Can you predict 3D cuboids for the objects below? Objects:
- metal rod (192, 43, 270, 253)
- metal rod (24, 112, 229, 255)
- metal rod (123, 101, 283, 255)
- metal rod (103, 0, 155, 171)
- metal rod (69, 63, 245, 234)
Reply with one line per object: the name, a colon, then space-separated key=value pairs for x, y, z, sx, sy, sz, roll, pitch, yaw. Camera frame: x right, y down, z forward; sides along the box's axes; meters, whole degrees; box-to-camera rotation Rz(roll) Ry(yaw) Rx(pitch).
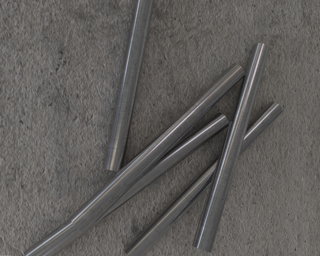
metal rod: x=0.102 y=0.015 z=0.424 sx=0.025 sy=0.025 sz=0.299 roll=26 pitch=73 yaw=-18
metal rod: x=-0.029 y=0.070 z=0.398 sx=0.301 sy=0.025 sz=0.025 roll=-34 pitch=101 yaw=-17
metal rod: x=0.069 y=0.066 z=0.434 sx=0.301 sy=0.025 sz=0.025 roll=-42 pitch=104 yaw=-15
metal rod: x=-0.032 y=-0.095 z=0.396 sx=0.025 sy=0.025 sz=0.298 roll=12 pitch=86 yaw=-20
metal rod: x=0.010 y=0.013 z=0.398 sx=0.301 sy=0.025 sz=0.025 roll=-43 pitch=104 yaw=-20
